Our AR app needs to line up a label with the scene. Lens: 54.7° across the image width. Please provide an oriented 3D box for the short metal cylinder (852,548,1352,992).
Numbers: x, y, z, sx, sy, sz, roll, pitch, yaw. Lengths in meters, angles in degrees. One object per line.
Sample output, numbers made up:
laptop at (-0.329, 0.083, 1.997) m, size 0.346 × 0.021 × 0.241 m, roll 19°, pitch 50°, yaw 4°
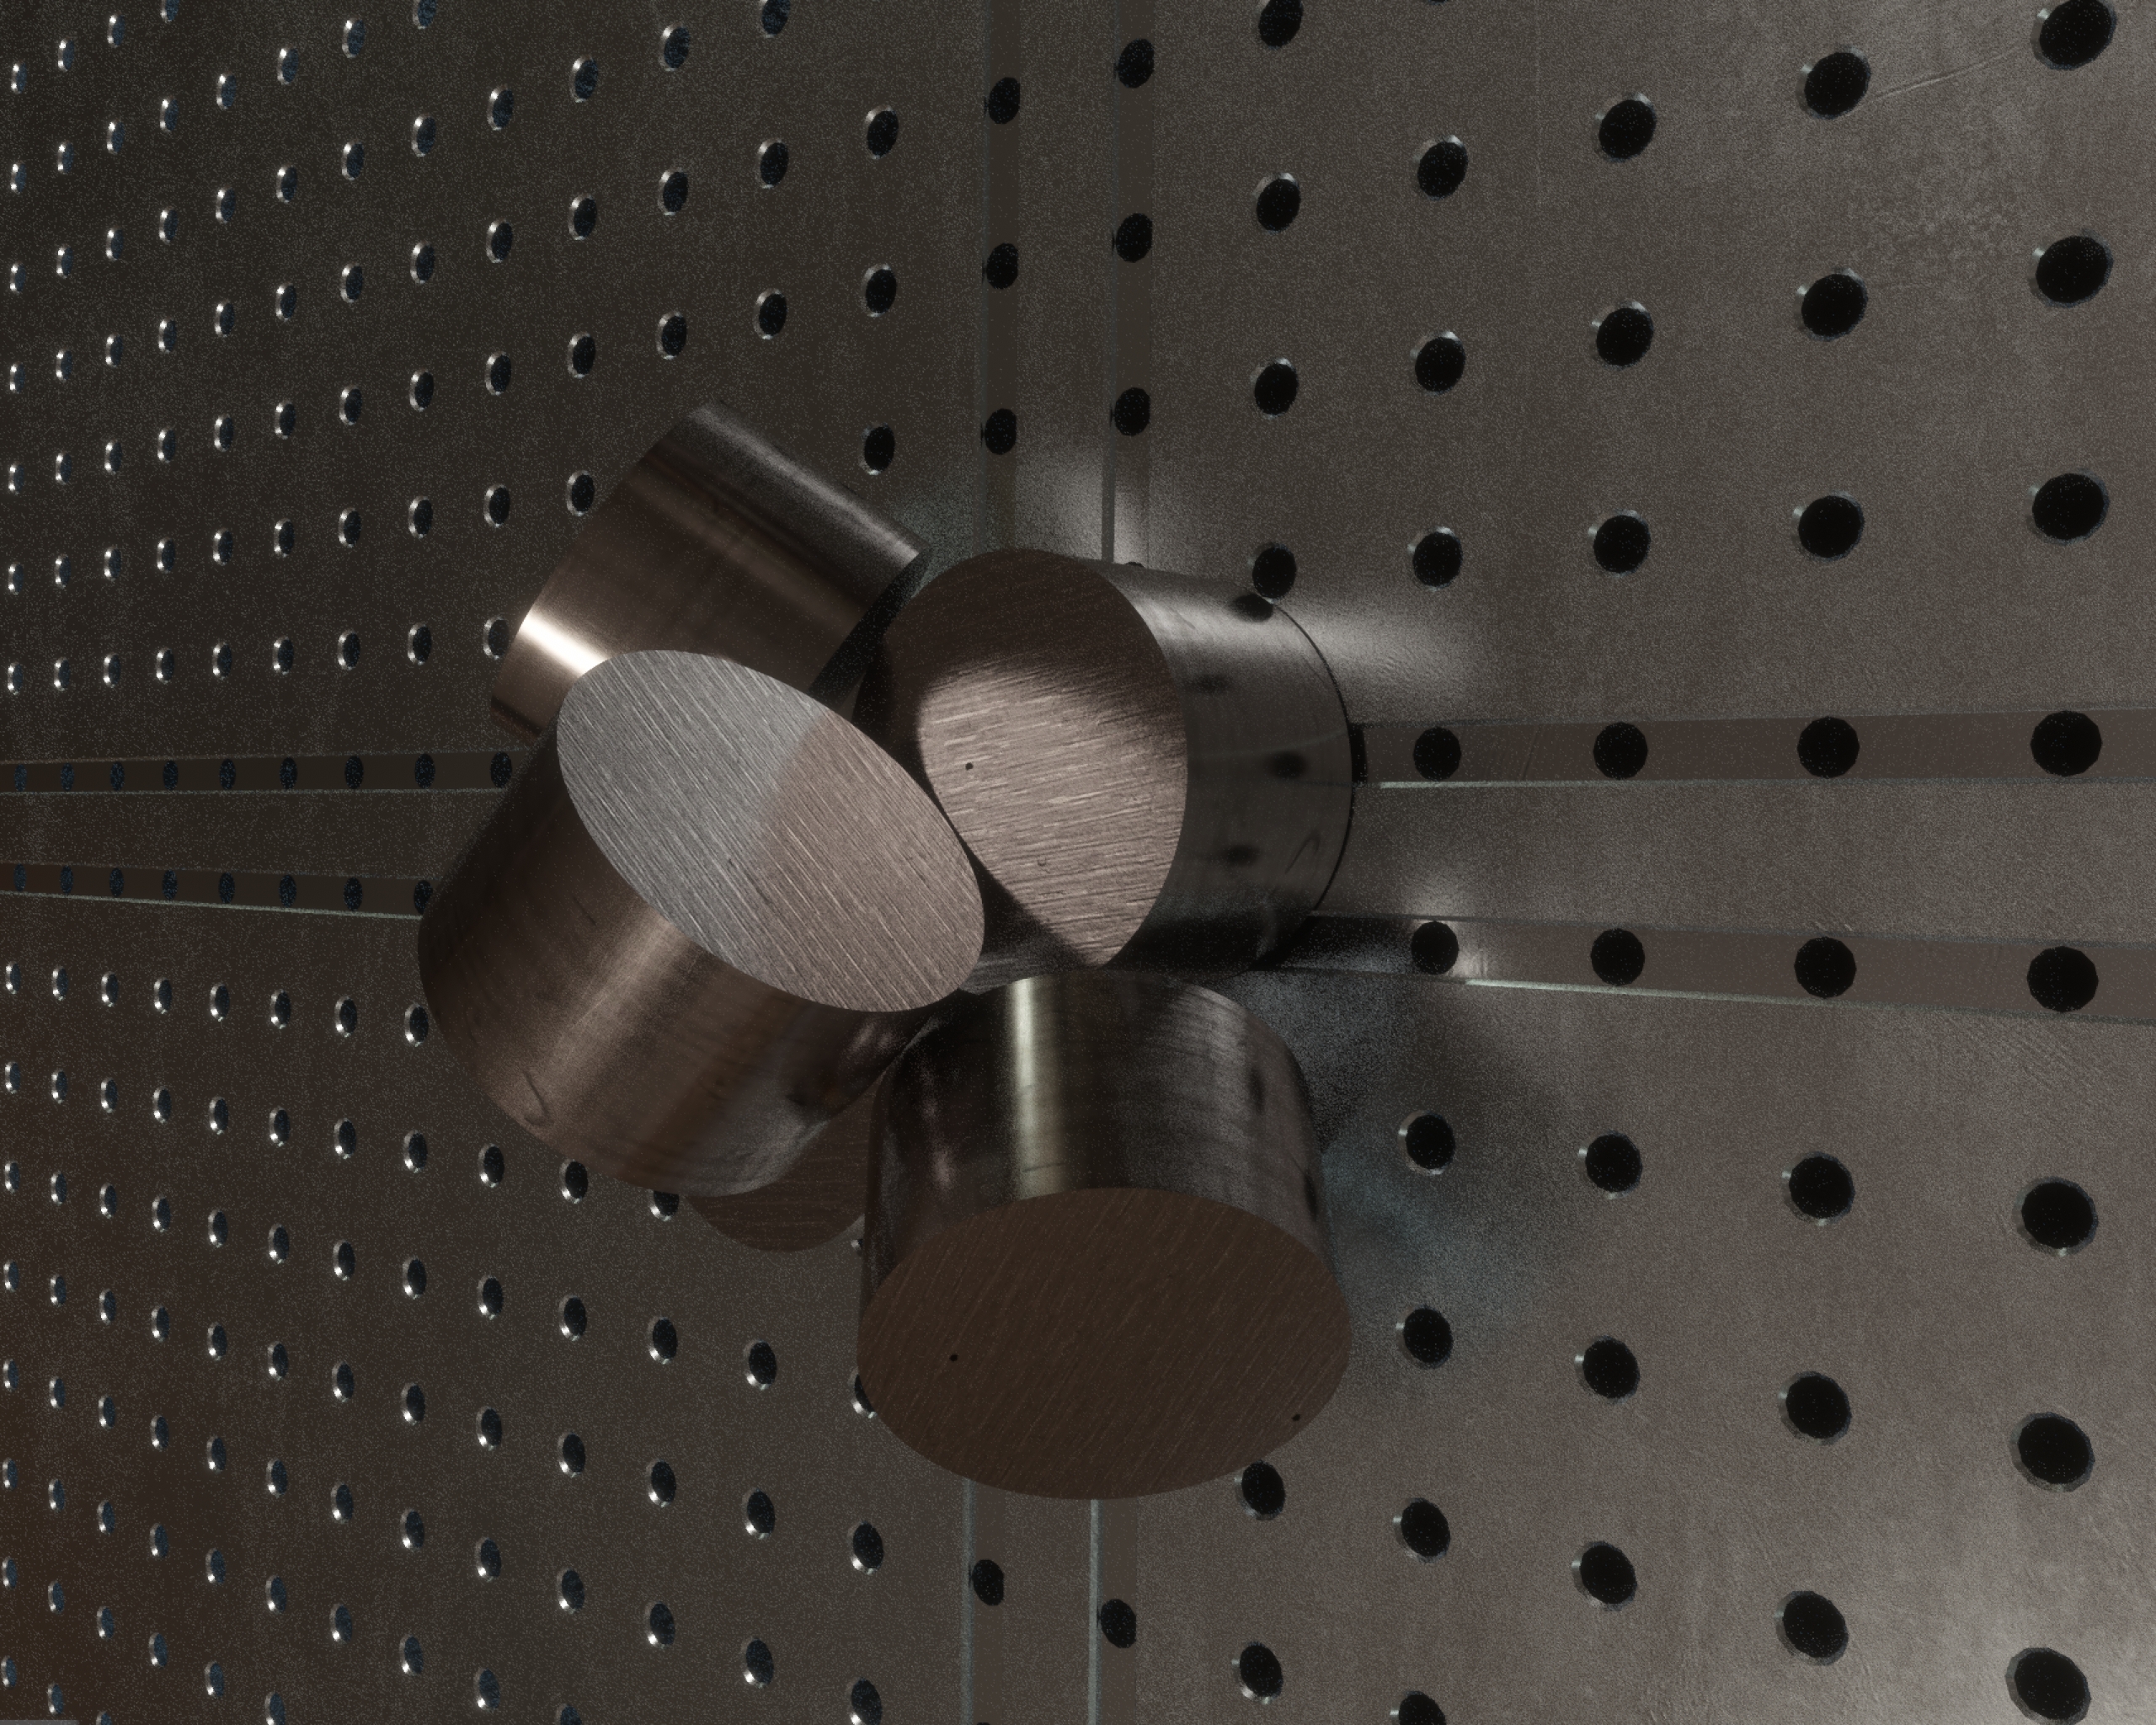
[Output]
short metal cylinder at (0.003, -0.016, 0.388) m, size 0.080 × 0.050 × 0.079 m, roll 0°, pitch 90°, yaw 39°

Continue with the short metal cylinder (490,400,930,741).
short metal cylinder at (-0.073, -0.046, 0.422) m, size 0.050 × 0.080 × 0.080 m, roll 35°, pitch 116°, yaw -3°

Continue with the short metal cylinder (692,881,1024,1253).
short metal cylinder at (-0.045, 0.036, 0.427) m, size 0.080 × 0.050 × 0.079 m, roll 0°, pitch 90°, yaw 39°

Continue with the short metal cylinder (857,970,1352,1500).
short metal cylinder at (0.004, 0.065, 0.359) m, size 0.080 × 0.080 × 0.050 m, roll -48°, pitch 26°, yaw 29°

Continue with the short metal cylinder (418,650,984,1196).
short metal cylinder at (-0.064, 0.010, 0.357) m, size 0.050 × 0.081 × 0.080 m, roll -49°, pitch 62°, yaw 29°
